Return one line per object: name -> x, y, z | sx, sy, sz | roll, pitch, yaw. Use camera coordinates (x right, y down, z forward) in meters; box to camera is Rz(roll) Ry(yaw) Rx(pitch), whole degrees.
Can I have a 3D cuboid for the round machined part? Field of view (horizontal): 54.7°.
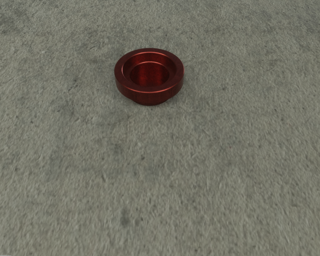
round machined part -> -0.015, -0.070, 0.451 | 0.099, 0.042, 0.098 | 0, 50, 0
